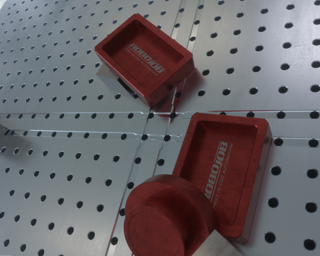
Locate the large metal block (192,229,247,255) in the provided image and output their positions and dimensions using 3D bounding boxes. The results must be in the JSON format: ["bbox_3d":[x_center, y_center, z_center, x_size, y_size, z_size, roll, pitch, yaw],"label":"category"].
[{"bbox_3d":[0.049,0.141,0.260,0.080,0.080,0.050,-48,51,-5],"label":"large metal block"}]

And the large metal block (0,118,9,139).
[{"bbox_3d":[-0.337,-0.015,0.559,0.080,0.080,0.050,33,80,38],"label":"large metal block"}]

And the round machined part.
[{"bbox_3d":[0.004,0.098,0.301,0.098,0.042,0.097,10,109,30],"label":"round machined part"}]

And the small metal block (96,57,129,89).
[{"bbox_3d":[-0.067,-0.095,0.502,0.050,0.025,0.050,19,72,35],"label":"small metal block"}]

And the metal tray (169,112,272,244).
[{"bbox_3d":[0.063,0.049,0.341,0.090,0.030,0.130,7,65,31],"label":"metal tray"}]

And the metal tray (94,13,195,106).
[{"bbox_3d":[-0.024,-0.104,0.458,0.090,0.030,0.130,-43,64,-7],"label":"metal tray"}]
